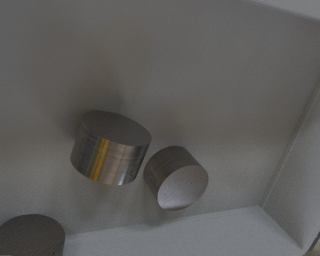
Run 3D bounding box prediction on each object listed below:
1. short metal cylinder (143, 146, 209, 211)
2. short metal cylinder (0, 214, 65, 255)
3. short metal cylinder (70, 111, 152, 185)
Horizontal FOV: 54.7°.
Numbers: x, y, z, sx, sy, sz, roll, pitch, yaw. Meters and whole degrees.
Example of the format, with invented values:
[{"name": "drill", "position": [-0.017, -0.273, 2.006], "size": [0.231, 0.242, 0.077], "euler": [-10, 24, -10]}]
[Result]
[{"name": "short metal cylinder", "position": [0.023, 0.073, 0.450], "size": [0.081, 0.050, 0.079], "euler": [-14, 124, -21]}, {"name": "short metal cylinder", "position": [-0.161, 0.153, 0.380], "size": [0.081, 0.080, 0.050], "euler": [1, 118, -29]}, {"name": "short metal cylinder", "position": [-0.056, 0.021, 0.355], "size": [0.081, 0.080, 0.050], "euler": [9, 114, -32]}]
